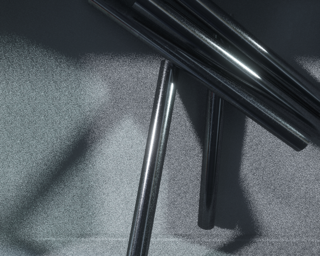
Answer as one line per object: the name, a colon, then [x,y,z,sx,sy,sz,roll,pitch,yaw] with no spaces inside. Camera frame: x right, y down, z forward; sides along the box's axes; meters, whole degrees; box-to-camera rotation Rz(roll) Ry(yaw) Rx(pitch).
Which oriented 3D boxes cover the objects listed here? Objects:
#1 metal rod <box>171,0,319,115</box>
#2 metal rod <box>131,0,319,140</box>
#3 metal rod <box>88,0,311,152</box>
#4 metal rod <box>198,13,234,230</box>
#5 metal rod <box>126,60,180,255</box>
metal rod: [0.140,-0.071,0.369,0.301,0.025,0.025,31,107,-18]
metal rod: [0.101,-0.064,0.366,0.301,0.025,0.025,30,107,-20]
metal rod: [0.049,-0.067,0.363,0.301,0.025,0.025,35,106,-3]
metal rod: [0.072,0.006,0.414,0.025,0.025,0.298,1,110,-1]
metal rod: [-0.012,0.066,0.373,0.025,0.025,0.298,10,86,-4]
